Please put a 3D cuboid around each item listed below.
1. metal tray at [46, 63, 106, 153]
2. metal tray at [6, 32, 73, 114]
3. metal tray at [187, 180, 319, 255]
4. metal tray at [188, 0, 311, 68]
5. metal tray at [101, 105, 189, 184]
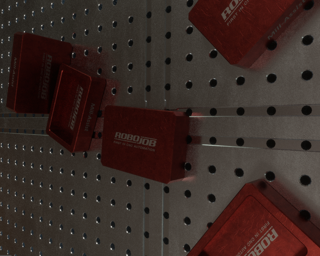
[{"bbox_3d":[-0.145,-0.034,0.522,0.090,0.030,0.129,28,107,36],"label":"metal tray"},{"bbox_3d":[-0.206,-0.090,0.533,0.030,0.091,0.129,18,101,38],"label":"metal tray"},{"bbox_3d":[0.095,0.131,0.326,0.090,0.030,0.129,45,117,30],"label":"metal tray"},{"bbox_3d":[0.100,-0.139,0.323,0.129,0.030,0.090,-49,61,28],"label":"metal tray"},{"bbox_3d":[-0.025,0.018,0.425,0.130,0.030,0.089,8,95,39],"label":"metal tray"}]
